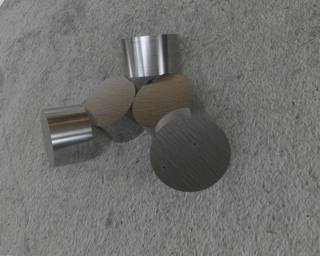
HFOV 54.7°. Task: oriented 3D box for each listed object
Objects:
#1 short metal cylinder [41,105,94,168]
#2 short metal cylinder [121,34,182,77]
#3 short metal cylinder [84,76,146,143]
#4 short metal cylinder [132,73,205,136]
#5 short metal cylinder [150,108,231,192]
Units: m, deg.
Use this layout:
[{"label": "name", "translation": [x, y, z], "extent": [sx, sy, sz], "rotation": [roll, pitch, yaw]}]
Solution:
[{"label": "short metal cylinder", "translation": [-0.128, 0.010, 0.423], "extent": [0.050, 0.079, 0.080], "rotation": [-11, 45, -27]}, {"label": "short metal cylinder", "translation": [-0.012, -0.100, 0.430], "extent": [0.080, 0.080, 0.050], "rotation": [2, 105, 29]}, {"label": "short metal cylinder", "translation": [-0.058, -0.026, 0.435], "extent": [0.080, 0.050, 0.080], "rotation": [-13, 56, 21]}, {"label": "short metal cylinder", "translation": [0.012, -0.023, 0.397], "extent": [0.080, 0.050, 0.080], "rotation": [-13, 56, 21]}, {"label": "short metal cylinder", "translation": [0.031, 0.021, 0.333], "extent": [0.080, 0.080, 0.050], "rotation": [-32, 10, 7]}]
